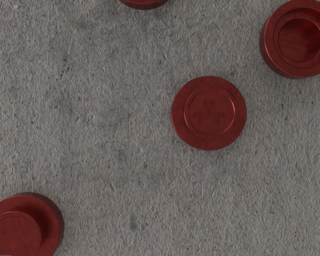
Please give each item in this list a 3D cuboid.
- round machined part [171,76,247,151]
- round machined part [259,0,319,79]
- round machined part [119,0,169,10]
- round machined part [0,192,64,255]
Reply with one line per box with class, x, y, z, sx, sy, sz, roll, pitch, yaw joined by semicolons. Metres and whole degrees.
round machined part;0.064;-0.019;0.402;0.099;0.042;0.097;0;90;0
round machined part;0.178;-0.112;0.403;0.099;0.042;0.097;0;90;0
round machined part;-0.022;-0.209;0.401;0.099;0.042;0.097;0;90;0
round machined part;-0.179;0.136;0.400;0.099;0.042;0.097;0;90;0
